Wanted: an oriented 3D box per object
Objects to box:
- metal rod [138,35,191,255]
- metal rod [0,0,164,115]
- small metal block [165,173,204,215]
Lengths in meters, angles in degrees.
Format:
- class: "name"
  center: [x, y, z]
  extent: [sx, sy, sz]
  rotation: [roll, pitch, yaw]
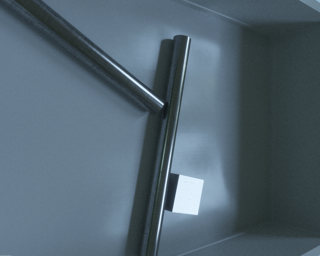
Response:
- class: "metal rod"
  center: [0.007, 0.021, 0.414]
  extent: [0.025, 0.025, 0.298]
  rotation: [16, 80, -39]
- class: "metal rod"
  center: [-0.104, -0.101, 0.319]
  extent: [0.301, 0.025, 0.025]
  rotation: [36, 68, -34]
- class: "small metal block"
  center: [0.032, 0.093, 0.436]
  extent: [0.050, 0.025, 0.050]
  rotation: [19, 78, -39]
